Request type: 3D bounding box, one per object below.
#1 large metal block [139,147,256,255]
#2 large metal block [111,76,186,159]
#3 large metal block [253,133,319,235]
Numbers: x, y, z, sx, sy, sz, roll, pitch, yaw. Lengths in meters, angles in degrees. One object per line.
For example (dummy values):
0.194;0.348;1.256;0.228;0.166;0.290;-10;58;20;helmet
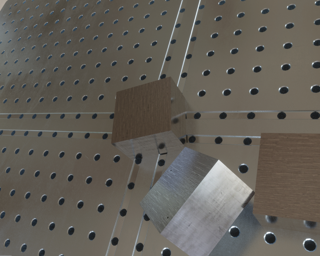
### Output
0.032;0.071;0.309;0.080;0.050;0.080;-50;16;-7;large metal block
-0.013;-0.012;0.407;0.080;0.050;0.080;-13;56;21;large metal block
0.136;0.052;0.289;0.080;0.050;0.080;0;62;28;large metal block
